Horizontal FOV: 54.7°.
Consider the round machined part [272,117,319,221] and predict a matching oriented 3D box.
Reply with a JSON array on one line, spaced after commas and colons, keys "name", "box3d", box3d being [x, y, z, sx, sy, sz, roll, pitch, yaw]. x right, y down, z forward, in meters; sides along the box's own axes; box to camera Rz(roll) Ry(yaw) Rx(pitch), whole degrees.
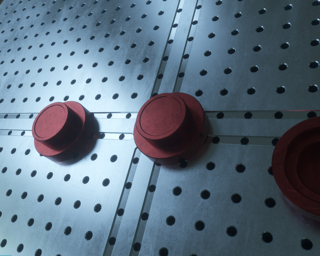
[{"name": "round machined part", "box3d": [0.159, 0.040, 0.289, 0.098, 0.042, 0.098, -13, 56, 20]}]

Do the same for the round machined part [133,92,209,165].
[{"name": "round machined part", "box3d": [0.009, -0.006, 0.395, 0.098, 0.042, 0.098, -13, 56, 20]}]

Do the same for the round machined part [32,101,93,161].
[{"name": "round machined part", "box3d": [-0.156, -0.001, 0.478, 0.098, 0.042, 0.098, -13, 56, 21]}]
